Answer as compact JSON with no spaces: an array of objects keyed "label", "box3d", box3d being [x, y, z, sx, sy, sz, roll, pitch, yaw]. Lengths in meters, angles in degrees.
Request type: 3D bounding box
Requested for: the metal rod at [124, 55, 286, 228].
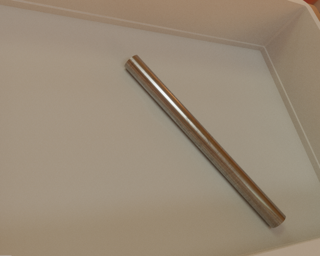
[{"label":"metal rod","box3d":[0.059,0.015,0.429,0.300,0.025,0.025,48,51,5]}]
